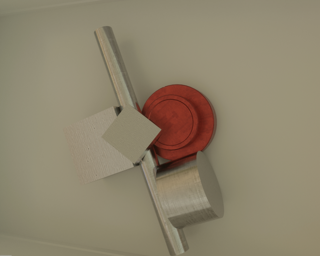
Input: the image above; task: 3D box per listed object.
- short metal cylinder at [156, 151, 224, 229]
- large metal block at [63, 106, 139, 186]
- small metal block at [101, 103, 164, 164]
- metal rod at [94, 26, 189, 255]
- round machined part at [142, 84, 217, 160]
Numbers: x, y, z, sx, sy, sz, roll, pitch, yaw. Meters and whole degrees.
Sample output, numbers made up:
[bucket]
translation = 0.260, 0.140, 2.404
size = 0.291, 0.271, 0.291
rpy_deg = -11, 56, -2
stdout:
[short metal cylinder]
translation = 0.037, 0.073, 0.366
size = 0.050, 0.080, 0.080
rpy_deg = -22, 83, 18
[large metal block]
translation = -0.072, 0.024, 0.417
size = 0.080, 0.050, 0.080
rpy_deg = -21, 83, 18
[small metal block]
translation = -0.032, 0.007, 0.368
size = 0.050, 0.025, 0.050
rpy_deg = 38, 91, 8
[metal rod]
translation = -0.026, 0.011, 0.395
size = 0.025, 0.025, 0.299
rpy_deg = -22, 83, 18
[round machined part]
translation = 0.019, -0.007, 0.392
size = 0.098, 0.042, 0.097
rpy_deg = 0, 90, 19
